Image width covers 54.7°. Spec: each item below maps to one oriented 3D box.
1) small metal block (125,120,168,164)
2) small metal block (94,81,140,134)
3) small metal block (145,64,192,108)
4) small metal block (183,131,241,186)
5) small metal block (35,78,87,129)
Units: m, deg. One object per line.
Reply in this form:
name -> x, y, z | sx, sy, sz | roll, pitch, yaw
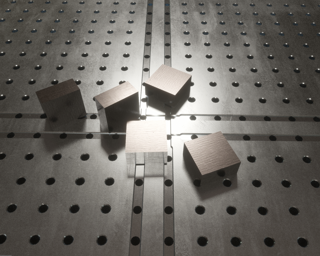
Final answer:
small metal block -> -0.017, 0.017, 0.393 | 0.050, 0.025, 0.050 | -1, 50, -2
small metal block -> -0.055, -0.028, 0.414 | 0.050, 0.050, 0.025 | -30, 56, -23
small metal block -> 0.013, -0.064, 0.462 | 0.050, 0.025, 0.050 | 25, 54, 19
small metal block -> 0.062, 0.036, 0.378 | 0.050, 0.025, 0.050 | -16, 52, -14
small metal block -> -0.132, -0.032, 0.417 | 0.050, 0.050, 0.025 | -26, 55, -20
